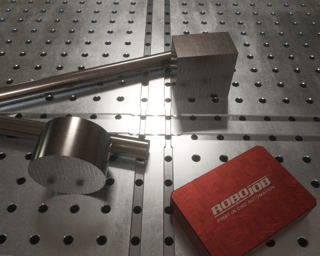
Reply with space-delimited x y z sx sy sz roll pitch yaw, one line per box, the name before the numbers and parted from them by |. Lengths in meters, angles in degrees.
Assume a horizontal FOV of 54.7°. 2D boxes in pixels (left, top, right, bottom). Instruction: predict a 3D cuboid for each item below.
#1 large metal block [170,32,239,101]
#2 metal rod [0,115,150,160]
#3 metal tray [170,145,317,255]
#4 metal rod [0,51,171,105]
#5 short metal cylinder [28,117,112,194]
large metal block | 0.059 -0.088 0.446 0.081 0.080 0.050 -6 51 -5
metal rod | -0.163 0.003 0.402 0.302 0.025 0.025 9 51 7
metal tray | 0.088 0.083 0.336 0.131 0.030 0.090 -25 55 -20
metal rod | -0.115 -0.076 0.469 0.302 0.025 0.025 -15 52 -13
short metal cylinder | -0.097 0.032 0.344 0.081 0.080 0.050 2 50 1
